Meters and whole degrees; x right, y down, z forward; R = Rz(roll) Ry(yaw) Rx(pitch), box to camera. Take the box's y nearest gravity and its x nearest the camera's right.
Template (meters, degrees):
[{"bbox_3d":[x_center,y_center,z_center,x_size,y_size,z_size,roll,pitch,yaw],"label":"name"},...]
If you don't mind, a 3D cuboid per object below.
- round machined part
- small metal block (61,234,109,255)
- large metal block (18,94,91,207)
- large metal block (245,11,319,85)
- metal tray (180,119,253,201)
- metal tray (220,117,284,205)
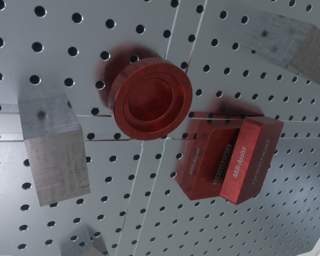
[{"bbox_3d":[-0.014,-0.037,0.369,0.099,0.042,0.097,-14,124,-21],"label":"round machined part"},{"bbox_3d":[-0.112,0.197,0.472,0.050,0.025,0.050,-36,129,-5],"label":"small metal block"},{"bbox_3d":[-0.112,0.020,0.327,0.050,0.080,0.079,-13,124,-22],"label":"large metal block"},{"bbox_3d":[0.175,-0.104,0.406,0.081,0.080,0.050,17,109,-35],"label":"large metal block"},{"bbox_3d":[0.092,0.050,0.489,0.091,0.030,0.129,-1,119,-28],"label":"metal tray"},{"bbox_3d":[0.144,0.048,0.484,0.091,0.030,0.129,-4,112,-50],"label":"metal tray"}]
